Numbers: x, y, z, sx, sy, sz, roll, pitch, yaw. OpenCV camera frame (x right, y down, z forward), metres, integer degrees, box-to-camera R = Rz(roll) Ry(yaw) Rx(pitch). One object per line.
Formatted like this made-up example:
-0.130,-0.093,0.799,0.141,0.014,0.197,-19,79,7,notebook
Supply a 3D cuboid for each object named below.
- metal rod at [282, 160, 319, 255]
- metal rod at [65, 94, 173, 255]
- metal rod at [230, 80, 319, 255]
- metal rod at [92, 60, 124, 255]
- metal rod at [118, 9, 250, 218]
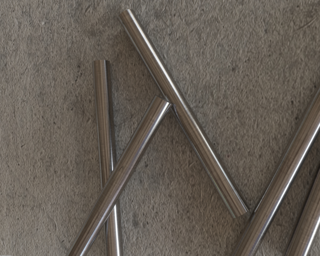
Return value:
0.198,0.015,0.338,0.025,0.025,0.298,20,97,19,metal rod
-0.068,0.093,0.405,0.025,0.025,0.299,32,99,17,metal rod
0.142,0.058,0.358,0.025,0.025,0.298,27,99,18,metal rod
-0.072,0.055,0.434,0.025,0.025,0.298,-5,88,20,metal rod
0.026,-0.026,0.399,0.025,0.025,0.299,-32,80,17,metal rod
